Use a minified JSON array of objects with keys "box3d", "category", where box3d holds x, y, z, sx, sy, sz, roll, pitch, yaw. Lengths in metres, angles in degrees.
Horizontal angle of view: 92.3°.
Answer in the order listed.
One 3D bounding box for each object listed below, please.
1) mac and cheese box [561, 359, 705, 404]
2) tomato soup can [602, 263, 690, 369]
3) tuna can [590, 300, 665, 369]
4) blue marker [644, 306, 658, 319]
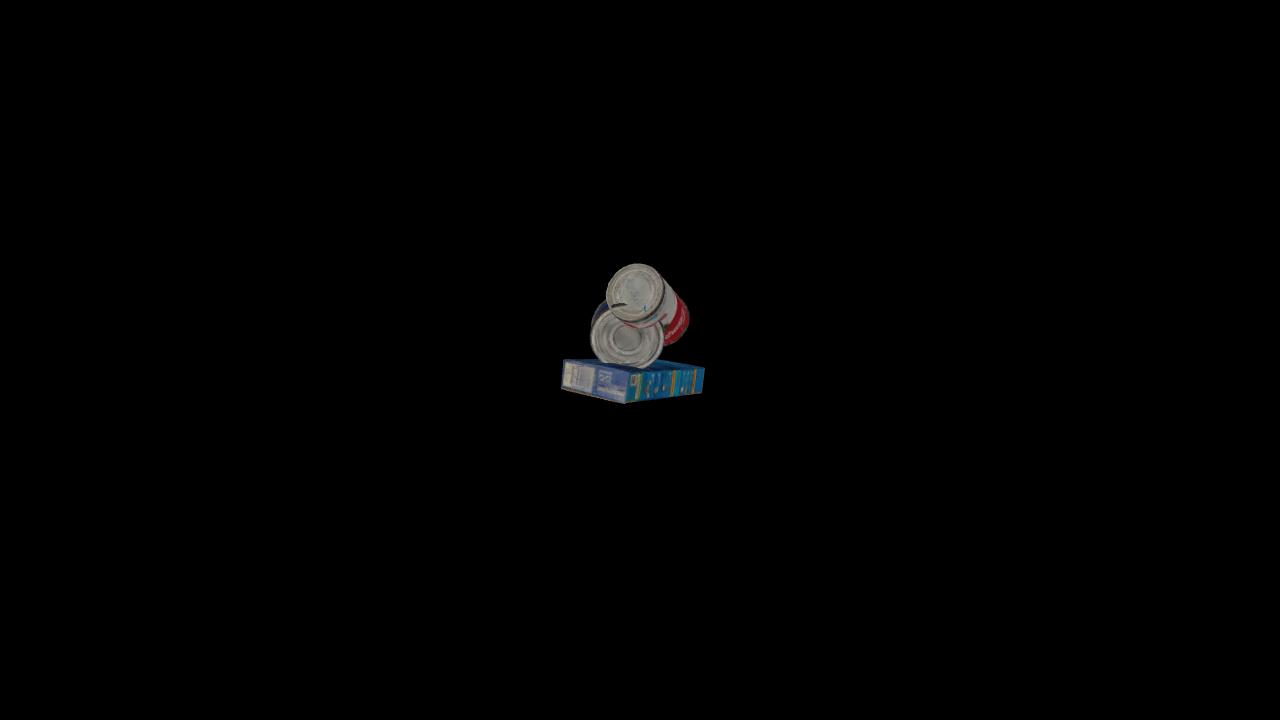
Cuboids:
[{"box3d":[-0.003,0.021,0.744,0.093,0.041,0.184,9,5,32],"category":"mac and cheese box"},{"box3d":[0.010,-0.061,0.692,0.068,0.068,0.101,0,-14,20],"category":"tomato soup can"},{"box3d":[-0.013,-0.029,0.681,0.084,0.084,0.034,0,26,0],"category":"tuna can"},{"box3d":[-0.016,-0.033,0.687,0.020,0.020,0.121,0,-22,-34],"category":"blue marker"}]
